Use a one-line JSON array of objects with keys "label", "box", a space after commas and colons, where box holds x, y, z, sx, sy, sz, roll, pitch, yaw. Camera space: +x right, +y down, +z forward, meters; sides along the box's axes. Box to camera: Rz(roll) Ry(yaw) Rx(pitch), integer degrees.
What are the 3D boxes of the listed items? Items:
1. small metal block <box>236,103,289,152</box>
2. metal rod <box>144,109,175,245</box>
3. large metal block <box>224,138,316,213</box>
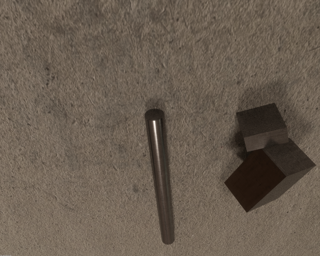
[{"label": "small metal block", "box": [0.128, -0.001, 0.391, 0.050, 0.050, 0.025, -15, 128, 12]}, {"label": "metal rod", "box": [0.004, 0.096, 0.488, 0.025, 0.025, 0.298, -4, 130, 2]}, {"label": "large metal block", "box": [0.149, 0.063, 0.424, 0.081, 0.050, 0.079, -7, 140, -40]}]
